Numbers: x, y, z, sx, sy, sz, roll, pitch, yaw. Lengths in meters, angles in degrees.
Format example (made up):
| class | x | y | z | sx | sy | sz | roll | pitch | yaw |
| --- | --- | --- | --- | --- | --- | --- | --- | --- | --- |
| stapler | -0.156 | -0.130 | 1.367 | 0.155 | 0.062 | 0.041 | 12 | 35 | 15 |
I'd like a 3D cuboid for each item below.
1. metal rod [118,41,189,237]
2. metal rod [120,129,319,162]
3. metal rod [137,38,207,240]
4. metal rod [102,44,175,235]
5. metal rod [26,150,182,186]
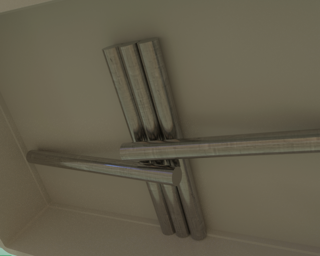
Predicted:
| class | x | y | z | sx | sy | sz | roll | pitch | yaw |
| --- | --- | --- | --- | --- | --- | --- | --- | --- | --- |
| metal rod | 0.000 | 0.032 | 0.425 | 0.025 | 0.025 | 0.298 | -2 | 118 | 28 |
| metal rod | 0.092 | 0.019 | 0.347 | 0.301 | 0.025 | 0.025 | -5 | 116 | 23 |
| metal rod | 0.023 | 0.031 | 0.413 | 0.025 | 0.025 | 0.298 | -2 | 118 | 28 |
| metal rod | -0.022 | 0.032 | 0.437 | 0.025 | 0.025 | 0.298 | -2 | 118 | 28 |
| metal rod | -0.104 | 0.056 | 0.473 | 0.300 | 0.025 | 0.025 | 2 | 120 | 33 |
